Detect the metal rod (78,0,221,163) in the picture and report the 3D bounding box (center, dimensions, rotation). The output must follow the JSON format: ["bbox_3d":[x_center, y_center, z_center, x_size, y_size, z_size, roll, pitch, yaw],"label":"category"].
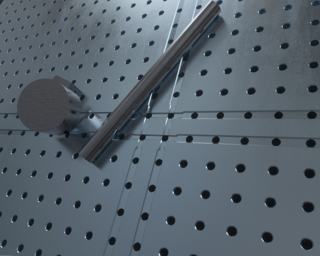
[{"bbox_3d":[-0.011,-0.072,0.456,0.025,0.025,0.300,34,80,38],"label":"metal rod"}]

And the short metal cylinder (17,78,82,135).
[{"bbox_3d":[-0.167,-0.031,0.476,0.080,0.050,0.080,-1,83,7],"label":"short metal cylinder"}]

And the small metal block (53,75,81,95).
[{"bbox_3d":[-0.173,-0.058,0.532,0.050,0.025,0.050,26,75,36],"label":"small metal block"}]
